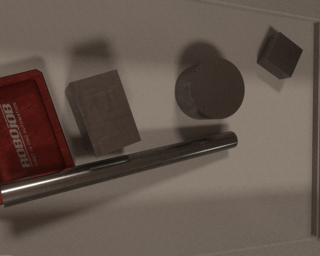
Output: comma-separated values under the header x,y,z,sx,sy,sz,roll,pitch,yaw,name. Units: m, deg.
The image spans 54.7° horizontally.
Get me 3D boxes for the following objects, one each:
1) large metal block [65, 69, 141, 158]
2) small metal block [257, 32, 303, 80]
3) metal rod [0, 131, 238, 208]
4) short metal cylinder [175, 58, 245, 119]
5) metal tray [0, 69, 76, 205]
x,y,z,sx,sy,sz,roll,pitch,yaw,name
-0.069,-0.016,0.357,0.050,0.080,0.080,-21,97,-19,large metal block
0.187,-0.111,0.481,0.050,0.025,0.050,29,80,-18,small metal block
-0.026,0.042,0.380,0.303,0.025,0.025,-11,94,-28,metal rod
0.067,-0.051,0.423,0.081,0.050,0.079,0,90,-21,short metal cylinder
-0.159,0.009,0.349,0.091,0.030,0.129,-19,97,-19,metal tray
